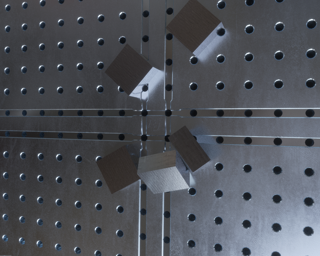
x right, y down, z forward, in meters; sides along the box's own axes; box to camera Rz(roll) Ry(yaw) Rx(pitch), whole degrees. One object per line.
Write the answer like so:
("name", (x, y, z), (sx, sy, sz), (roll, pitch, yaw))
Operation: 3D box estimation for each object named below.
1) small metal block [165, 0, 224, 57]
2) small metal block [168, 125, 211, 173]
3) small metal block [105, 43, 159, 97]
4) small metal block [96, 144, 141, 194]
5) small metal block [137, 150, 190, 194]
("small metal block", (0.045, -0.128, 0.396), (0.050, 0.025, 0.050), (-47, 76, 14))
("small metal block", (0.036, 0.028, 0.383), (0.025, 0.050, 0.050), (-35, 79, -1))
("small metal block", (-0.038, -0.078, 0.425), (0.050, 0.025, 0.050), (44, 103, 14))
("small metal block", (-0.052, 0.057, 0.430), (0.050, 0.025, 0.050), (-30, 80, 17))
("small metal block", (0.006, 0.057, 0.394), (0.050, 0.050, 0.025), (-14, 44, 19))
